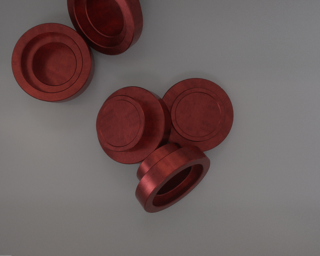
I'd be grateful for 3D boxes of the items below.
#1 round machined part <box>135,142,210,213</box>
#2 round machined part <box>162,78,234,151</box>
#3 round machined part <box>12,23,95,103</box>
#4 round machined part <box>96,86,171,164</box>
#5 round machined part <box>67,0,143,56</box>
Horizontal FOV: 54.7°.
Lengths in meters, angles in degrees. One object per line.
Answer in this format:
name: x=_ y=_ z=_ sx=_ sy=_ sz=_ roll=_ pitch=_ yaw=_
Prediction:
round machined part: x=0.011 y=0.056 z=0.382 sx=0.098 sy=0.098 sz=0.042 roll=-41 pitch=61 yaw=0
round machined part: x=0.047 y=-0.017 z=0.403 sx=0.099 sy=0.042 sz=0.097 roll=0 pitch=90 yaw=0
round machined part: x=-0.134 y=-0.081 z=0.402 sx=0.099 sy=0.042 sz=0.097 roll=0 pitch=90 yaw=0
round machined part: x=-0.039 y=-0.004 z=0.383 sx=0.098 sy=0.042 sz=0.097 roll=-2 pitch=84 yaw=25
round machined part: x=-0.062 y=-0.144 z=0.384 sx=0.098 sy=0.097 sz=0.042 roll=39 pitch=50 yaw=0
